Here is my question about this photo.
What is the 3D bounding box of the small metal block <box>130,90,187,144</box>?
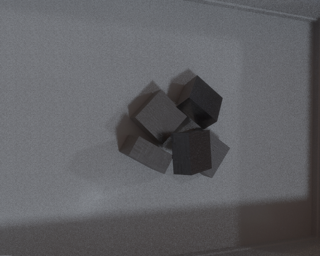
[{"bbox_3d":[-0.002,-0.014,0.408,0.050,0.025,0.050,45,76,-15],"label":"small metal block"}]

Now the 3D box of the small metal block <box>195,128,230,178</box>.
[{"bbox_3d":[0.061,0.034,0.432,0.050,0.025,0.050,37,78,-17],"label":"small metal block"}]

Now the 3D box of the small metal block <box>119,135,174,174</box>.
[{"bbox_3d":[-0.018,0.032,0.389,0.050,0.050,0.025,31,80,-18],"label":"small metal block"}]

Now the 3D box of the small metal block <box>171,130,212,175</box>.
[{"bbox_3d":[0.040,0.029,0.386,0.050,0.025,0.050,-5,92,-52],"label":"small metal block"}]

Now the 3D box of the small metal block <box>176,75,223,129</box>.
[{"bbox_3d":[0.055,-0.035,0.418,0.050,0.025,0.050,39,45,-17],"label":"small metal block"}]
